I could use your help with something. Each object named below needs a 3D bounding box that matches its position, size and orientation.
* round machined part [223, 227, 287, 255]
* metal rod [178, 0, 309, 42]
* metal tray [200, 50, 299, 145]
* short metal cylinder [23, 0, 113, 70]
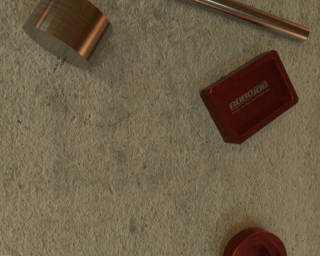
[{"bbox_3d":[0.132,0.193,0.451,0.099,0.042,0.097,0,90,-21],"label":"round machined part"},{"bbox_3d":[0.089,-0.175,0.443,0.302,0.025,0.025,10,87,-20],"label":"metal rod"},{"bbox_3d":[0.134,-0.046,0.457,0.131,0.030,0.090,-33,101,-17],"label":"metal tray"},{"bbox_3d":[-0.100,-0.108,0.343,0.080,0.080,0.050,30,80,-18],"label":"short metal cylinder"}]
